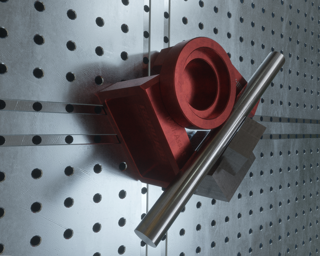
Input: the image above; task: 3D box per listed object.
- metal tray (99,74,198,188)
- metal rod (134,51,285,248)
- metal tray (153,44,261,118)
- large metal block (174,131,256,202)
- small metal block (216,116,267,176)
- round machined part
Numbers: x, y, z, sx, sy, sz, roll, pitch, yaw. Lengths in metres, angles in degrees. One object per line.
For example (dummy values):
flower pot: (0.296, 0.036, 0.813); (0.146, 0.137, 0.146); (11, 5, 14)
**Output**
metal tray: (-0.011, 0.008, 0.359); (0.030, 0.090, 0.129); (-36, 113, -34)
metal rod: (0.074, 0.003, 0.355); (0.301, 0.025, 0.025); (-48, 119, -29)
metal tray: (0.065, -0.061, 0.422); (0.130, 0.090, 0.030); (38, 68, -34)
large metal block: (0.072, 0.049, 0.432); (0.080, 0.080, 0.050); (-49, 120, -29)
small metal block: (0.096, 0.023, 0.369); (0.025, 0.050, 0.050); (33, 61, 13)
round machined part: (0.037, -0.047, 0.341); (0.099, 0.042, 0.097); (0, 90, -40)
